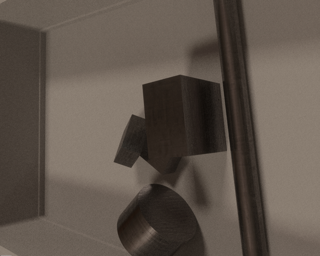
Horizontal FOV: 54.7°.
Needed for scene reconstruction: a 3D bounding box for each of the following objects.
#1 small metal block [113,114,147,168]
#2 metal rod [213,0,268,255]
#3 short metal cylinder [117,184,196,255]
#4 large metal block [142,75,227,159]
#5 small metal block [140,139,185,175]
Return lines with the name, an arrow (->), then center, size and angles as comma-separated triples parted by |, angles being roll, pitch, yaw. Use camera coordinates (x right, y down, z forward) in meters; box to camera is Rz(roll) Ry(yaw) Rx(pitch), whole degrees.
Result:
small metal block -> -0.037, 0.018, 0.408 | 0.050, 0.025, 0.050 | 125, 163, -57
metal rod -> 0.085, -0.014, 0.335 | 0.025, 0.025, 0.298 | -9, 84, 39
short metal cylinder -> -0.004, 0.114, 0.372 | 0.080, 0.081, 0.050 | 51, 120, 27
large metal block -> 0.029, -0.010, 0.345 | 0.050, 0.081, 0.080 | -8, 85, 39
small metal block -> 0.004, 0.025, 0.402 | 0.050, 0.025, 0.050 | 36, 112, 34
